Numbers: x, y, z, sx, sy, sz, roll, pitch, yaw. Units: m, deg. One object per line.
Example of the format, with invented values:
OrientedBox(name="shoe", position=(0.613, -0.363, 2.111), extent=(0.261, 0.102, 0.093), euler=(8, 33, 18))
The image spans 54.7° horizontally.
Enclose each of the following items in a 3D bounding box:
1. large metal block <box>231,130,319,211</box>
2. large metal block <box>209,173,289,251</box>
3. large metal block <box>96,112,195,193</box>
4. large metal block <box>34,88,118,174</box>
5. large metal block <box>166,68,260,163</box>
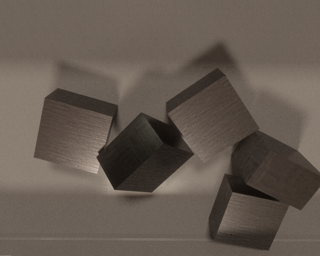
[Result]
OrientedBox(name="large metal block", position=(0.149, 0.049, 0.402), extent=(0.080, 0.080, 0.050), euler=(26, 108, -10))
OrientedBox(name="large metal block", position=(0.124, 0.120, 0.444), extent=(0.081, 0.050, 0.079), euler=(13, 110, -5))
OrientedBox(name="large metal block", position=(-0.016, 0.035, 0.388), extent=(0.080, 0.050, 0.080), euler=(-44, 150, 14))
OrientedBox(name="large metal block", position=(-0.106, 0.003, 0.398), extent=(0.080, 0.050, 0.079), euler=(16, 109, -6))
OrientedBox(name="large metal block", position=(0.064, -0.017, 0.393), extent=(0.080, 0.050, 0.080), euler=(-34, 107, 11))
